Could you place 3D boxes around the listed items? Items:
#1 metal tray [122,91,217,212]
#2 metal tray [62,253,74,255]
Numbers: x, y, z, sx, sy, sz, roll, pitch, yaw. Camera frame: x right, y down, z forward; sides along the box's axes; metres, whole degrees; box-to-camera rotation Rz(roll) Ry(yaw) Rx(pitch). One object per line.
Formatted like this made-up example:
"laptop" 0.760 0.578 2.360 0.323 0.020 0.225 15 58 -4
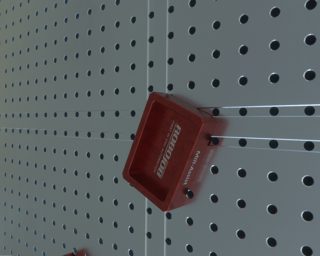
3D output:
"metal tray" 0.007 0.029 0.400 0.090 0.030 0.129 32 110 35
"metal tray" -0.148 0.295 0.529 0.130 0.030 0.090 43 116 31
